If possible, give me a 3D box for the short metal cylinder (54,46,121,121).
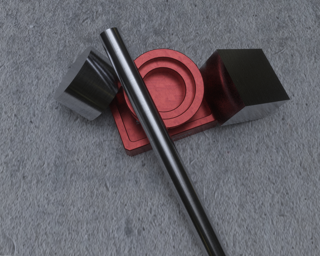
[{"bbox_3d":[-0.089,-0.056,0.393,0.050,0.080,0.080,35,69,-26],"label":"short metal cylinder"}]

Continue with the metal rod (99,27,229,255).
[{"bbox_3d":[0.006,0.026,0.354,0.025,0.025,0.299,-26,89,-9],"label":"metal rod"}]

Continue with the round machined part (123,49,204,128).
[{"bbox_3d":[0.003,-0.046,0.392,0.099,0.042,0.097,0,85,-5],"label":"round machined part"}]

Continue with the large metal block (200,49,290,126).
[{"bbox_3d":[0.105,-0.054,0.399,0.081,0.050,0.080,-10,68,-32],"label":"large metal block"}]

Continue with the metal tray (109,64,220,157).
[{"bbox_3d":[0.003,-0.026,0.416,0.131,0.030,0.090,-19,71,-8],"label":"metal tray"}]
